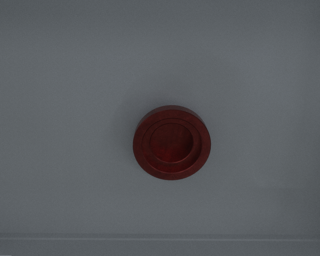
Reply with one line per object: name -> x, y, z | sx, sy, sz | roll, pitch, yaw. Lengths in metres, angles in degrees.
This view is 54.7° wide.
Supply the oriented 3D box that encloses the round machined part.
round machined part -> 0.015, 0.016, 0.409 | 0.099, 0.042, 0.097 | 0, 110, -1
